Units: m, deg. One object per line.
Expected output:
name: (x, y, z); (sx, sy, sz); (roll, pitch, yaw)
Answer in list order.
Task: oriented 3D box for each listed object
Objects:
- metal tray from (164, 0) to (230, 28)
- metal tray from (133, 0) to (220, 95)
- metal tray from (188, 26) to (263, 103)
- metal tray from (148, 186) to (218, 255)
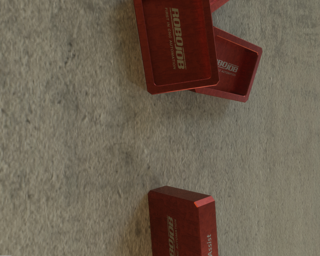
metal tray: (0.055, -0.211, 0.448); (0.131, 0.030, 0.090); (-43, 116, -32)
metal tray: (0.020, -0.112, 0.387); (0.091, 0.030, 0.129); (-9, 97, -2)
metal tray: (0.096, -0.091, 0.464); (0.131, 0.030, 0.089); (5, 104, -43)
metal tray: (0.028, 0.145, 0.388); (0.030, 0.090, 0.129); (-7, 95, -40)
